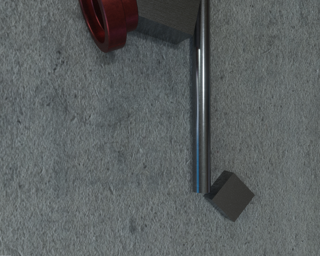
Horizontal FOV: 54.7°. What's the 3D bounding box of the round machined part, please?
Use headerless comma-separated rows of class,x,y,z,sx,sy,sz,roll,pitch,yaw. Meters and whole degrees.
round machined part,-0.058,-0.138,0.349,0.042,0.098,0.097,-23,98,-19

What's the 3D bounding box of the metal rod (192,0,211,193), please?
metal rod,0.058,-0.061,0.431,0.025,0.025,0.298,0,90,-20

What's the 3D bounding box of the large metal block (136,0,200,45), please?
large metal block,0.003,-0.163,0.396,0.081,0.050,0.080,13,86,-23

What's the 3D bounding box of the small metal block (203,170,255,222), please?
small metal block,0.100,0.098,0.448,0.050,0.025,0.050,46,76,-15
